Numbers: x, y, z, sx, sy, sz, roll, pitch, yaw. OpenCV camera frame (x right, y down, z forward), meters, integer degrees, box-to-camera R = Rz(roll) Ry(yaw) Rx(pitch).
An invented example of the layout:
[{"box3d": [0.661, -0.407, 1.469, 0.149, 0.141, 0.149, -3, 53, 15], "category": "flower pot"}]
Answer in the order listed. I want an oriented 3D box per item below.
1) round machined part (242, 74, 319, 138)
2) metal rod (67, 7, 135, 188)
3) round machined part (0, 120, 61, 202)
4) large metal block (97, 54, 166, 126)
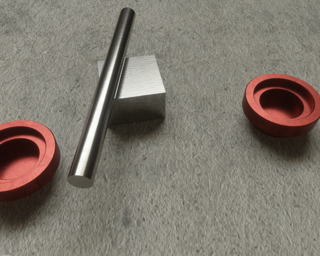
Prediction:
[{"box3d": [0.159, -0.025, 0.415, 0.099, 0.042, 0.098, 0, 50, 0], "category": "round machined part"}, {"box3d": [-0.063, -0.063, 0.390, 0.025, 0.025, 0.300, 4, 50, 3], "category": "metal rod"}, {"box3d": [-0.165, 0.041, 0.357, 0.099, 0.042, 0.098, 0, 50, 0], "category": "round machined part"}, {"box3d": [-0.040, -0.053, 0.432, 0.081, 0.050, 0.080, -9, 51, -7], "category": "large metal block"}]
